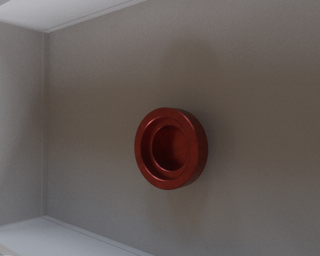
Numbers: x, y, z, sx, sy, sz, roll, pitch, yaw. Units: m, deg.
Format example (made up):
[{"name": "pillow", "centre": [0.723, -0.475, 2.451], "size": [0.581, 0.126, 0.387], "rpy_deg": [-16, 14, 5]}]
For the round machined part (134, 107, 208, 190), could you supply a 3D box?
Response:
[{"name": "round machined part", "centre": [0.018, 0.024, 0.382], "size": [0.098, 0.042, 0.097], "rpy_deg": [0, 90, 40]}]
